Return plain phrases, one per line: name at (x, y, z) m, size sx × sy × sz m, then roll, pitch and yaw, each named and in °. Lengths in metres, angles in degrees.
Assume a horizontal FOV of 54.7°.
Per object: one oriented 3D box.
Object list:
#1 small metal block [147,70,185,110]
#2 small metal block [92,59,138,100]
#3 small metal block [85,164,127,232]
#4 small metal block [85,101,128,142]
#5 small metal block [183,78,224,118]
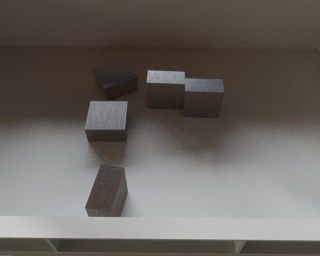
small metal block at (0.008, -0.052, 0.433) m, size 0.050 × 0.050 × 0.025 m, roll 2°, pitch 50°, yaw 1°
small metal block at (-0.067, -0.073, 0.465) m, size 0.050 × 0.025 × 0.050 m, roll -22°, pitch 54°, yaw -18°
small metal block at (-0.054, 0.074, 0.326) m, size 0.025 × 0.050 × 0.050 m, roll 8°, pitch 51°, yaw 6°
small metal block at (-0.069, -0.009, 0.412) m, size 0.050 × 0.025 × 0.050 m, roll 0°, pitch 50°, yaw 0°
small metal block at (0.058, -0.040, 0.423) m, size 0.050 × 0.050 × 0.025 m, roll 2°, pitch 50°, yaw 1°
